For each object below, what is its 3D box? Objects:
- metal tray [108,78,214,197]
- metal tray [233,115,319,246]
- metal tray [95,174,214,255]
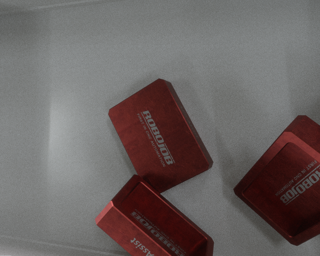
[{"bbox_3d":[-0.001,0.013,0.407,0.090,0.030,0.130,-30,80,17],"label":"metal tray"},{"bbox_3d":[0.140,0.059,0.313,0.090,0.030,0.129,42,145,18],"label":"metal tray"},{"bbox_3d":[0.000,0.118,0.351,0.130,0.090,0.030,40,107,2],"label":"metal tray"}]
